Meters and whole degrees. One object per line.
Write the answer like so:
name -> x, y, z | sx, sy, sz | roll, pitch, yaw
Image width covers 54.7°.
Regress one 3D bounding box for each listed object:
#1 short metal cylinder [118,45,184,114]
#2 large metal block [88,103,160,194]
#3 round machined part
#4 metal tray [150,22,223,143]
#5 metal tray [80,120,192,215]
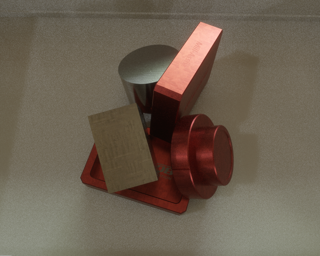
short metal cylinder -> -0.008, -0.064, 0.402 | 0.080, 0.050, 0.080 | -7, 47, 8
large metal block -> -0.036, 0.022, 0.346 | 0.050, 0.080, 0.080 | -16, 87, 0
round machined part -> 0.054, 0.032, 0.355 | 0.042, 0.098, 0.098 | -6, 67, 30
metal tray -> 0.032, -0.056, 0.378 | 0.030, 0.089, 0.130 | 24, 56, 11
metal tray -> -0.020, 0.046, 0.387 | 0.131, 0.030, 0.090 | 16, 71, 6
